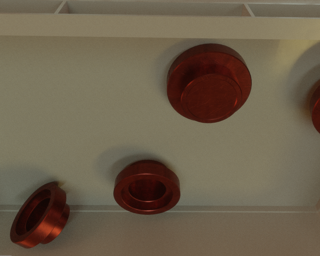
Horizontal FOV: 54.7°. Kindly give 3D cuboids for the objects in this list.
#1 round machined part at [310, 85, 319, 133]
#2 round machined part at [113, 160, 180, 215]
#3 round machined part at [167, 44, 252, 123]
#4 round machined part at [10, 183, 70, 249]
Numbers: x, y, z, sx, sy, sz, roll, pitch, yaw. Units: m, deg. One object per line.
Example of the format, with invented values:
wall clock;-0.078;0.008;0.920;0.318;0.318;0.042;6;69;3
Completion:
round machined part;0.230;-0.031;0.365;0.098;0.042;0.097;8;132;9
round machined part;-0.019;0.086;0.471;0.099;0.042;0.097;0;130;0
round machined part;0.057;-0.044;0.361;0.099;0.042;0.097;0;130;0
round machined part;-0.178;0.138;0.477;0.098;0.098;0.042;-30;124;23
